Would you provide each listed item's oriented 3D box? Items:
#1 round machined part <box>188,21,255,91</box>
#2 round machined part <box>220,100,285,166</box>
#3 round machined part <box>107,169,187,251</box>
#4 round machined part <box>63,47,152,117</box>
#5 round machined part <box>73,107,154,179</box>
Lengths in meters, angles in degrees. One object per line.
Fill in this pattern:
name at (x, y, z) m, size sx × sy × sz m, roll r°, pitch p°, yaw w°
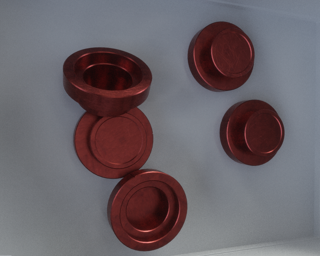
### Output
round machined part at (0.092, -0.101, 0.435) m, size 0.099 × 0.042 × 0.097 m, roll 0°, pitch 90°, yaw -20°
round machined part at (0.141, 0.007, 0.453) m, size 0.099 × 0.042 × 0.097 m, roll 0°, pitch 90°, yaw -20°
round machined part at (-0.019, 0.100, 0.393) m, size 0.099 × 0.042 × 0.097 m, roll -1°, pitch 93°, yaw -21°
round machined part at (-0.061, -0.050, 0.360) m, size 0.099 × 0.098 × 0.042 m, roll -3°, pitch 135°, yaw -20°
round machined part at (-0.054, 0.014, 0.381) m, size 0.099 × 0.042 × 0.097 m, roll 0°, pitch 90°, yaw -20°
